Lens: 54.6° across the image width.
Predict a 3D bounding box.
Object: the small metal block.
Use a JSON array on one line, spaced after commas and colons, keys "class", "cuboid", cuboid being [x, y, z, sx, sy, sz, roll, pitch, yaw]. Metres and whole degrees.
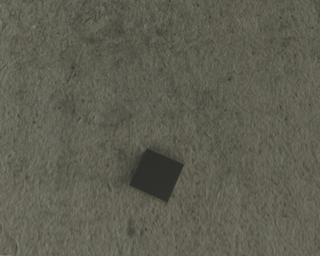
[{"class": "small metal block", "cuboid": [-0.004, 0.061, 0.386, 0.050, 0.025, 0.050, 23, 72, 8]}]
